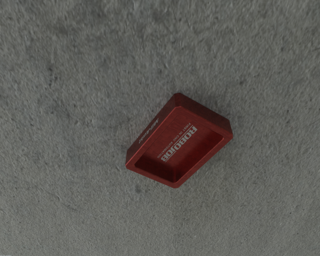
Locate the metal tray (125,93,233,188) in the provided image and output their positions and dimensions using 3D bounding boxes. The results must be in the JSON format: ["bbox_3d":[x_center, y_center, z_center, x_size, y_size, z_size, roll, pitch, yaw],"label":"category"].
[{"bbox_3d":[0.023,0.023,0.423,0.090,0.030,0.129,27,125,-21],"label":"metal tray"}]
